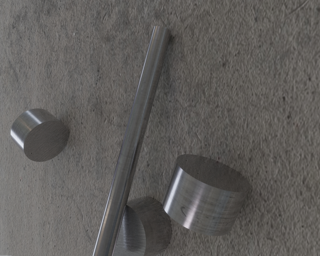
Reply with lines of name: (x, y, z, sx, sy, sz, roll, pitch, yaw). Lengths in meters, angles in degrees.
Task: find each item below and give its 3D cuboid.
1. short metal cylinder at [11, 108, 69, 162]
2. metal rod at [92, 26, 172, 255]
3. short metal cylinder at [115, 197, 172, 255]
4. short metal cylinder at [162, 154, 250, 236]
short metal cylinder: (-0.210, 0.012, 0.542, 0.050, 0.081, 0.079, 33, 111, 35)
metal rod: (-0.034, 0.017, 0.391, 0.025, 0.025, 0.299, 11, 84, 39)
short metal cylinder: (-0.031, 0.136, 0.415, 0.080, 0.050, 0.080, 0, 90, 40)
short metal cylinder: (0.048, 0.068, 0.330, 0.080, 0.081, 0.050, 29, 108, 36)
